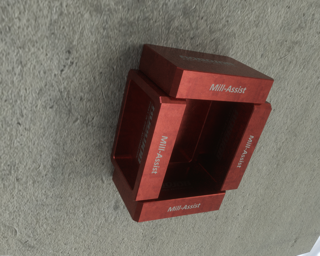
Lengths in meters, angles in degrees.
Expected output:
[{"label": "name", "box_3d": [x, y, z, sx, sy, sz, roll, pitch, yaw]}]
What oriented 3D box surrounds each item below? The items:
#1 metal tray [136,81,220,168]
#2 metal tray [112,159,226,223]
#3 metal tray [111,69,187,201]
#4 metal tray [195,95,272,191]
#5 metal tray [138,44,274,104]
[{"label": "metal tray", "box_3d": [0.021, -0.007, 0.413, 0.091, 0.030, 0.129, 1, 118, -29]}, {"label": "metal tray", "box_3d": [0.012, 0.078, 0.422, 0.131, 0.090, 0.030, 1, 118, -29]}, {"label": "metal tray", "box_3d": [-0.019, 0.007, 0.361, 0.030, 0.090, 0.129, 1, 118, -29]}, {"label": "metal tray", "box_3d": [0.087, 0.008, 0.420, 0.030, 0.090, 0.129, 1, 118, -29]}, {"label": "metal tray", "box_3d": [0.052, -0.062, 0.357, 0.131, 0.090, 0.030, 1, 118, -29]}]
